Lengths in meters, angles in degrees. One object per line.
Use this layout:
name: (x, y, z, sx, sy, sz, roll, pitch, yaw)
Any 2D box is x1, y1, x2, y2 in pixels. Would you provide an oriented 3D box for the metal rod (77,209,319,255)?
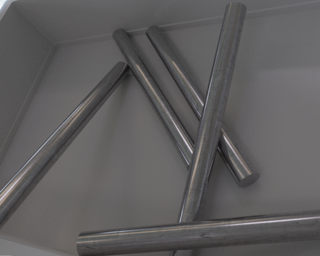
metal rod: (0.066, 0.095, 0.284, 0.301, 0.025, 0.025, -9, 57, 12)

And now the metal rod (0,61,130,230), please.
metal rod: (-0.111, -0.002, 0.392, 0.025, 0.025, 0.301, -2, 37, 27)

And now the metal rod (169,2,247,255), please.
metal rod: (0.056, -0.004, 0.344, 0.025, 0.025, 0.299, 7, 75, 31)

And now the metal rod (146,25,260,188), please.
metal rod: (0.041, -0.051, 0.415, 0.025, 0.025, 0.300, -32, 52, 7)

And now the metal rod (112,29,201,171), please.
metal rod: (-0.014, -0.060, 0.449, 0.025, 0.025, 0.300, -34, 51, 6)
